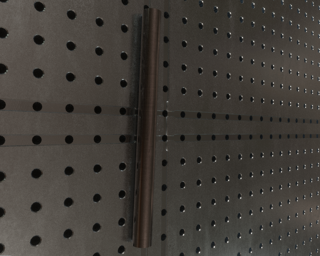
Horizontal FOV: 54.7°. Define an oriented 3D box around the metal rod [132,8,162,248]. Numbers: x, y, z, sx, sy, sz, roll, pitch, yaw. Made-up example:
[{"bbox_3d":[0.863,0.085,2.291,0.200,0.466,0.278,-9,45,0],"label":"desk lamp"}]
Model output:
[{"bbox_3d":[-0.017,-0.001,0.396,0.025,0.025,0.298,4,88,-40],"label":"metal rod"}]
